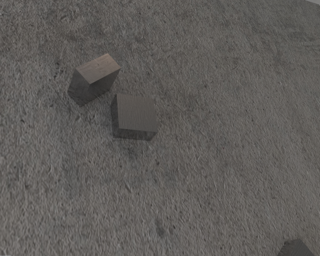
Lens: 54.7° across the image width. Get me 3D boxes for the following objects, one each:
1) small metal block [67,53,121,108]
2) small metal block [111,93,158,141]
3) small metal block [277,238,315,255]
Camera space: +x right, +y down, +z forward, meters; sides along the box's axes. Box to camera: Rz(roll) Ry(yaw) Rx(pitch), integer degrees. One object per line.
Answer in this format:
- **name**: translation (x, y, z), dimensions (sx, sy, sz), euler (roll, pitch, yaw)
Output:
- **small metal block**: translation (-0.081, -0.058, 0.379), dimensions (0.025, 0.050, 0.050), euler (48, 51, 5)
- **small metal block**: translation (-0.033, -0.013, 0.394), dimensions (0.050, 0.025, 0.050), euler (6, 59, -25)
- **small metal block**: translation (0.174, 0.177, 0.389), dimensions (0.050, 0.025, 0.050), euler (-33, 80, -38)
